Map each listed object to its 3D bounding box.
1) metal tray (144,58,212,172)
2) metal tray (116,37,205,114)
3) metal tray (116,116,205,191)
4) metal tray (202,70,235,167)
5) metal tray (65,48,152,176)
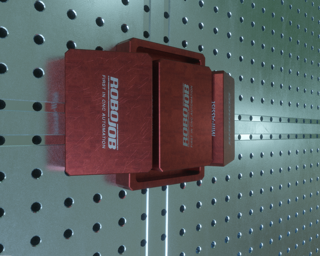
[{"bbox_3d":[0.024,-0.015,0.389,0.091,0.030,0.129,-1,91,-40],"label":"metal tray"},{"bbox_3d":[0.005,-0.061,0.412,0.131,0.030,0.089,0,90,-40],"label":"metal tray"},{"bbox_3d":[0.005,0.029,0.413,0.131,0.030,0.089,0,90,-40],"label":"metal tray"},{"bbox_3d":[0.088,-0.013,0.457,0.090,0.030,0.129,-2,92,-67],"label":"metal tray"},{"bbox_3d":[-0.056,-0.016,0.337,0.091,0.030,0.129,0,91,-14],"label":"metal tray"}]
